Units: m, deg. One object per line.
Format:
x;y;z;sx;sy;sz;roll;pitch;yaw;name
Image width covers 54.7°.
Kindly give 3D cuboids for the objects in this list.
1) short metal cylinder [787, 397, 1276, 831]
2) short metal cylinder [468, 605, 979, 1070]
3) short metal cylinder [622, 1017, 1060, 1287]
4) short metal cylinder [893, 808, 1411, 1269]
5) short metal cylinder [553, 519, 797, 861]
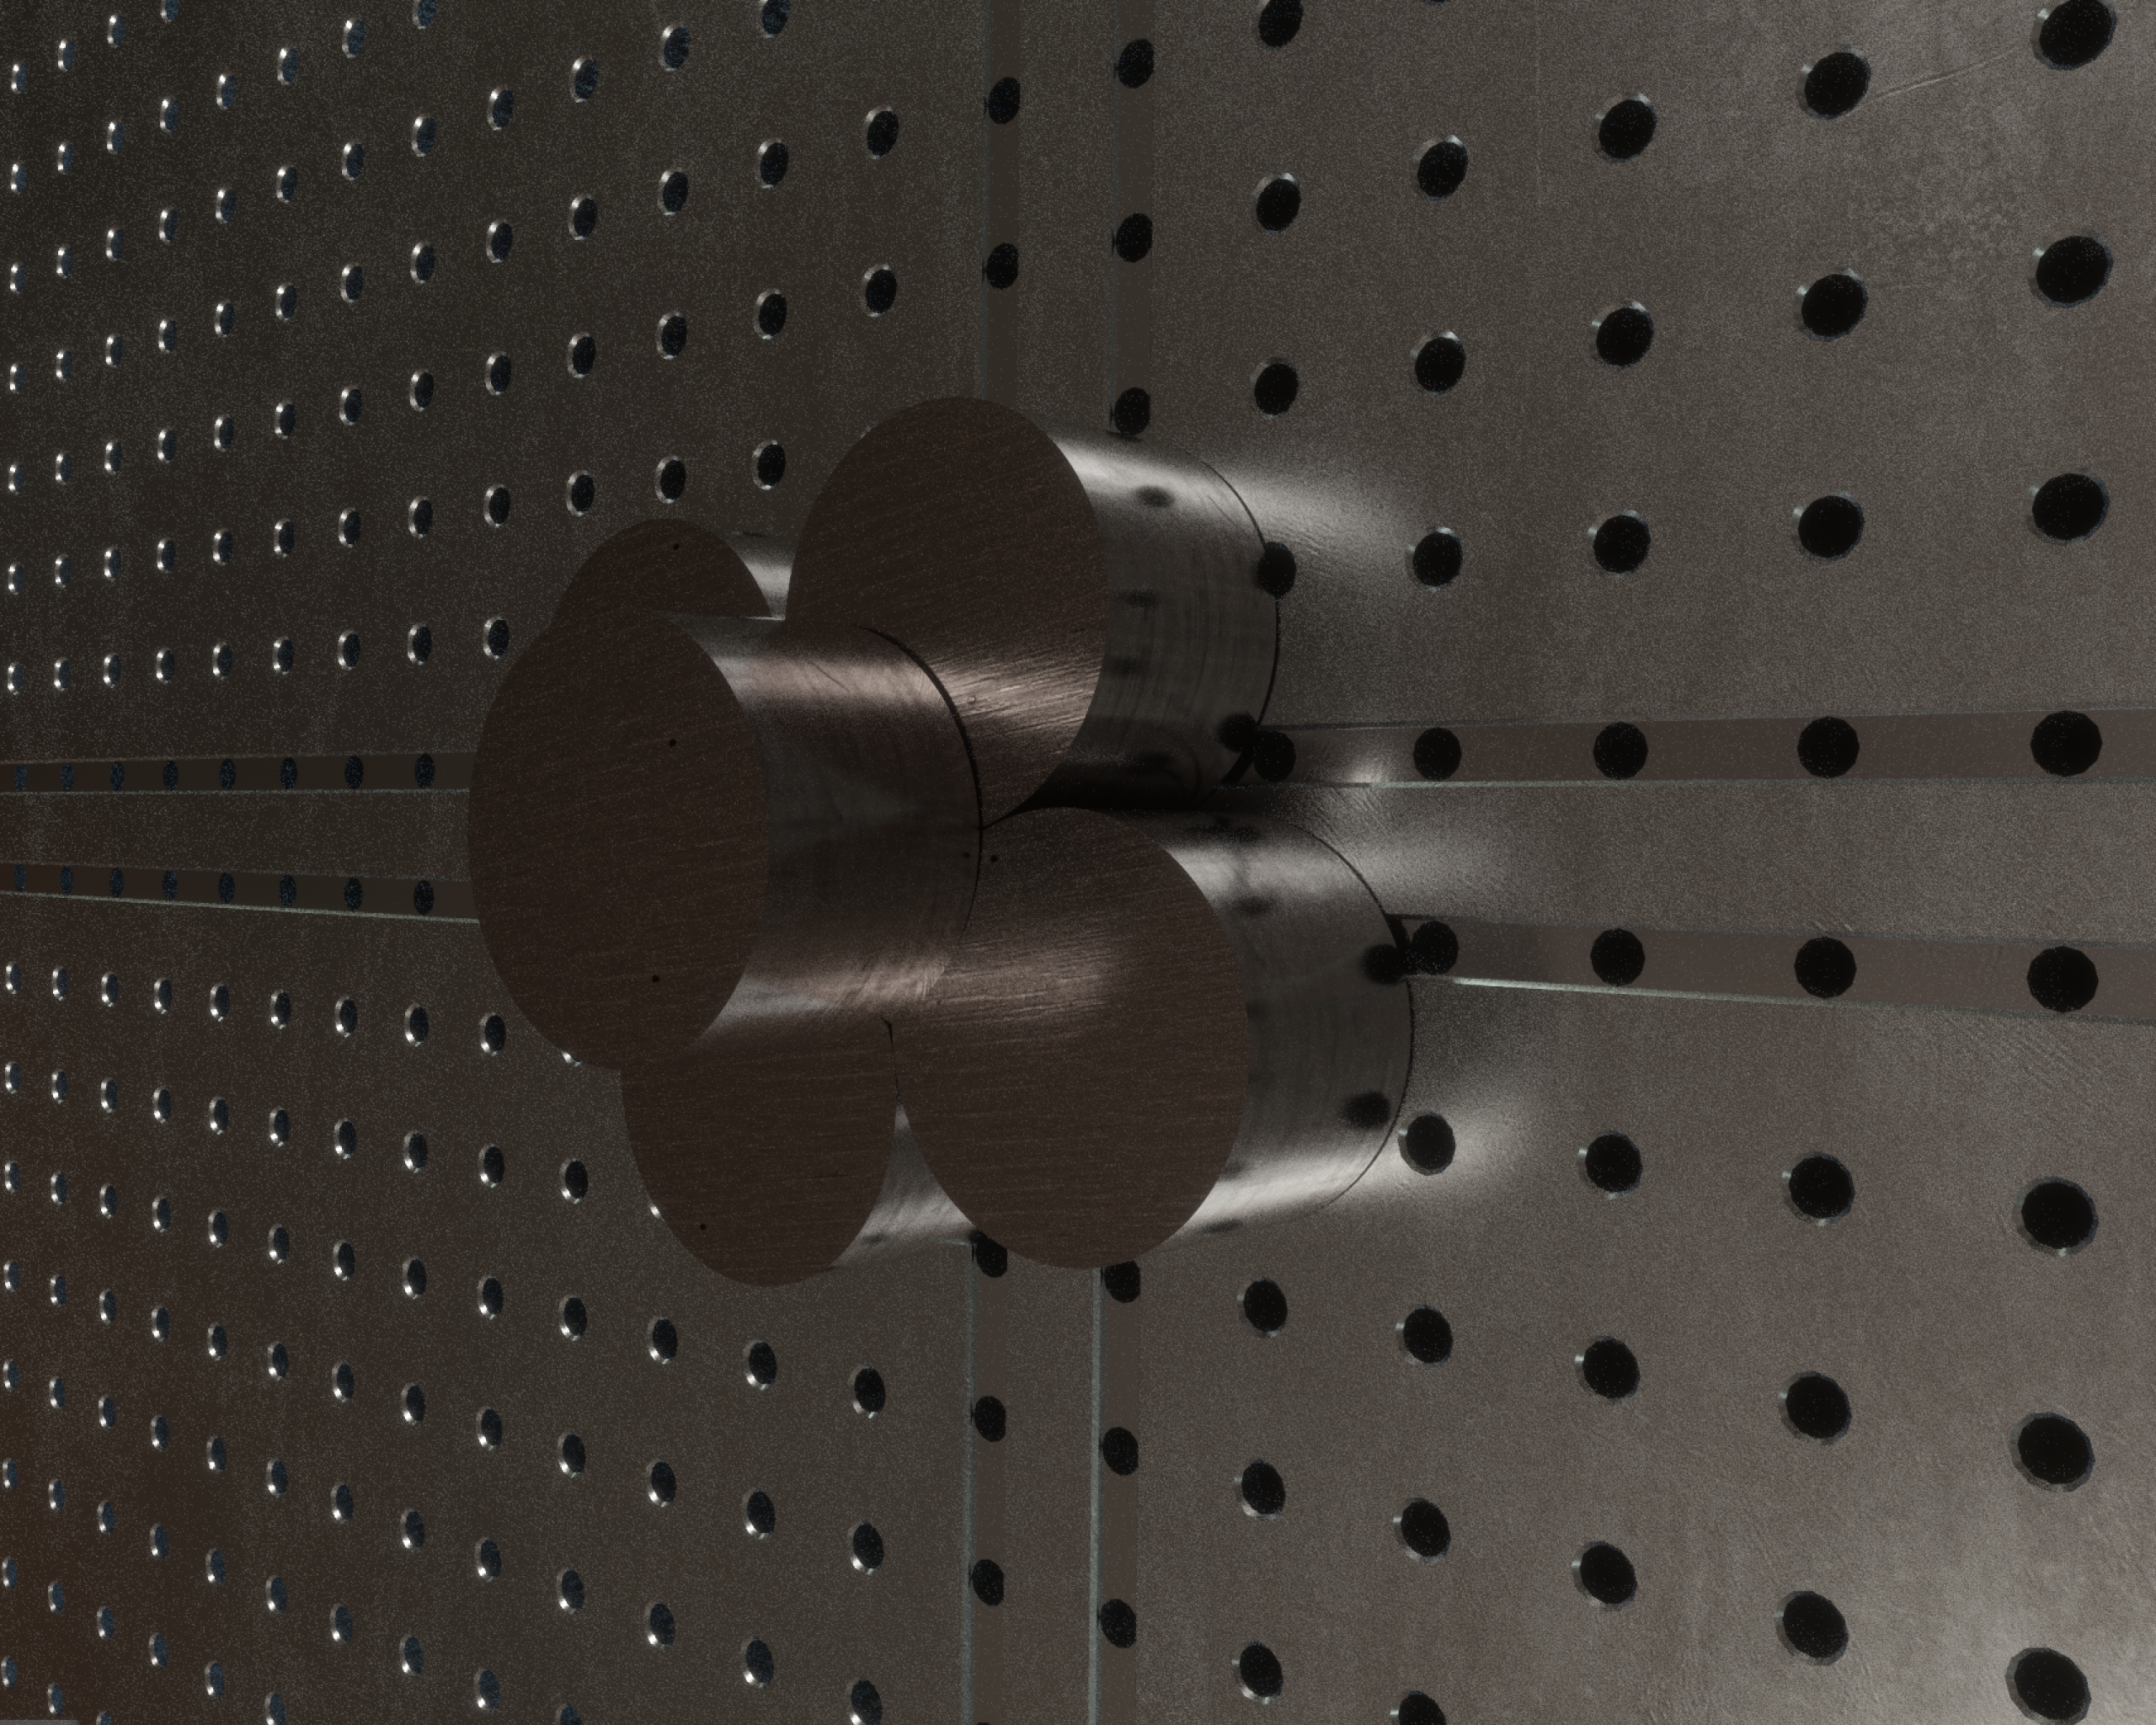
-0.010;-0.045;0.398;0.080;0.050;0.079;0;90;39;short metal cylinder
-0.065;-0.005;0.377;0.080;0.050;0.079;2;92;39;short metal cylinder
-0.048;0.043;0.430;0.080;0.050;0.079;0;90;39;short metal cylinder
0.013;0.030;0.380;0.080;0.050;0.079;0;90;39;short metal cylinder
-0.071;-0.031;0.449;0.080;0.050;0.079;0;90;39;short metal cylinder
